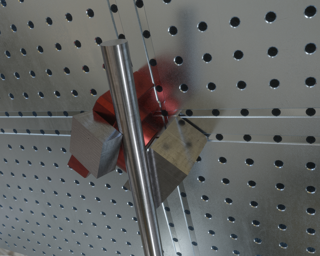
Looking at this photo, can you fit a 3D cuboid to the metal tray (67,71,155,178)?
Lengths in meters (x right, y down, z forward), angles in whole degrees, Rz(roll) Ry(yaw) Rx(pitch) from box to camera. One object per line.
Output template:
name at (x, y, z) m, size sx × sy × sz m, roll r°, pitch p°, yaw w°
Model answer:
metal tray at (-0.064, -0.003, 0.399) m, size 0.030 × 0.090 × 0.129 m, roll 37°, pitch 129°, yaw 3°

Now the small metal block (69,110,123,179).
small metal block at (-0.070, 0.017, 0.330) m, size 0.050 × 0.025 × 0.050 m, roll 37°, pitch 130°, yaw 27°

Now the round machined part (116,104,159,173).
round machined part at (-0.038, 0.019, 0.400) m, size 0.042 × 0.098 × 0.097 m, roll 36°, pitch 129°, yaw 4°

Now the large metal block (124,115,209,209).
large metal block at (0.009, 0.043, 0.392) m, size 0.050 × 0.080 × 0.080 m, roll 37°, pitch 129°, yaw 3°

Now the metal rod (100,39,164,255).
metal rod at (-0.024, 0.052, 0.351) m, size 0.025 × 0.025 × 0.298 m, roll 6°, pitch 122°, yaw 24°
